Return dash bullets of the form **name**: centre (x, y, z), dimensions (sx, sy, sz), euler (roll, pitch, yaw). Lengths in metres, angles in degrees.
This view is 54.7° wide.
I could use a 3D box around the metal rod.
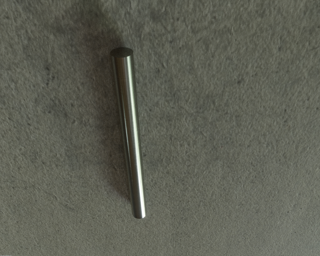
- **metal rod**: centre (-0.038, 0.031, 0.433), dimensions (0.025, 0.025, 0.298), euler (-1, 130, 0)
